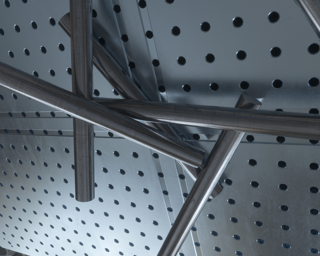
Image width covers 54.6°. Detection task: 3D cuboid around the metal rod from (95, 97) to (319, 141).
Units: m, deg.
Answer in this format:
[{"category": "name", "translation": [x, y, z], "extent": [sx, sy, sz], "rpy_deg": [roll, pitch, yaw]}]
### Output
[{"category": "metal rod", "translation": [0.039, -0.014, 0.347], "extent": [0.300, 0.025, 0.025], "rpy_deg": [7, 121, 26]}]

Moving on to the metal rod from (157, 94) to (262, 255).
[{"category": "metal rod", "translation": [0.049, 0.092, 0.405], "extent": [0.025, 0.025, 0.298], "rpy_deg": [28, 117, 11]}]

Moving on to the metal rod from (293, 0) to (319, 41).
[{"category": "metal rod", "translation": [0.156, -0.084, 0.277], "extent": [0.025, 0.025, 0.300], "rpy_deg": [-32, 101, 38]}]

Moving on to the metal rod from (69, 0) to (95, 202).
[{"category": "metal rod", "translation": [-0.094, -0.052, 0.376], "extent": [0.025, 0.025, 0.298], "rpy_deg": [9, 106, 24]}]

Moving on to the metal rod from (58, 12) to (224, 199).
[{"category": "metal rod", "translation": [-0.020, -0.025, 0.406], "extent": [0.300, 0.025, 0.025], "rpy_deg": [49, 129, -7]}]

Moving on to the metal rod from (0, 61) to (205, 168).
[{"category": "metal rod", "translation": [-0.085, -0.021, 0.357], "extent": [0.301, 0.025, 0.025], "rpy_deg": [24, 130, -12]}]
